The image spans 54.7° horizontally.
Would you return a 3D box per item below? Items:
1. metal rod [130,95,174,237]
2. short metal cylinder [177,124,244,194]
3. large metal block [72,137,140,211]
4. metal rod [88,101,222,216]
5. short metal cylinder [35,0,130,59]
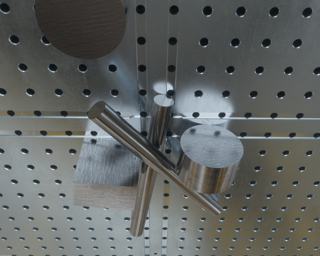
[{"bbox_3d":[-0.019,0.078,0.477,0.025,0.025,0.298,7,130,-6],"label":"metal rod"},{"bbox_3d":[0.064,0.040,0.410,0.081,0.080,0.050,3,130,-3],"label":"short metal cylinder"},{"bbox_3d":[-0.071,0.062,0.428,0.081,0.080,0.050,7,130,-6],"label":"large metal block"},{"bbox_3d":[0.013,0.060,0.434,0.025,0.025,0.300,-27,134,21],"label":"metal rod"},{"bbox_3d":[-0.071,-0.114,0.297,0.081,0.050,0.079,0,130,0],"label":"short metal cylinder"}]
